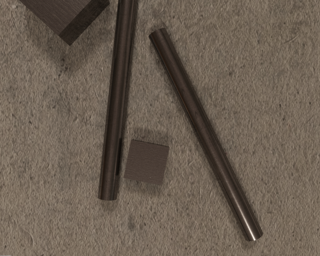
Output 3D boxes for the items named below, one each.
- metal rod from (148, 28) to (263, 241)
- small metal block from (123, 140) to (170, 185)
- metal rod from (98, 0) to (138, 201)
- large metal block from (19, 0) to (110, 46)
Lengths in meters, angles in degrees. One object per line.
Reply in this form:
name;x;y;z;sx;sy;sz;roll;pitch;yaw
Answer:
metal rod;0.061;0.009;0.410;0.025;0.025;0.299;-26;90;0
small metal block;-0.017;0.044;0.410;0.050;0.025;0.050;11;90;-1
metal rod;-0.054;-0.056;0.409;0.025;0.025;0.298;6;90;-1
large metal block;-0.125;-0.167;0.396;0.080;0.050;0.080;43;90;-1
